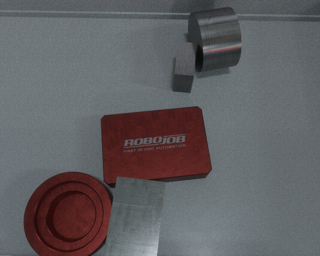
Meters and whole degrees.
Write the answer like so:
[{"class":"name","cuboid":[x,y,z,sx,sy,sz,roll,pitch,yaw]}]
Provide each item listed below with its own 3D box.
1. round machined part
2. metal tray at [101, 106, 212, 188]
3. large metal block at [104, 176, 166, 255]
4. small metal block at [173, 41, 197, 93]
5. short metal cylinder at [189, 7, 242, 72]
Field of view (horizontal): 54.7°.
[{"class":"round machined part","cuboid":[-0.101,0.103,0.361,0.099,0.042,0.098,0,70,0]},{"class":"metal tray","cuboid":[-0.006,0.024,0.398,0.131,0.030,0.090,-6,70,-3]},{"class":"large metal block","cuboid":[-0.024,0.103,0.342,0.050,0.080,0.080,7,70,2]},{"class":"small metal block","cuboid":[0.034,-0.083,0.427,0.025,0.050,0.050,6,70,2]},{"class":"short metal cylinder","cuboid":[0.073,-0.121,0.426,0.050,0.080,0.080,-11,71,-4]}]
